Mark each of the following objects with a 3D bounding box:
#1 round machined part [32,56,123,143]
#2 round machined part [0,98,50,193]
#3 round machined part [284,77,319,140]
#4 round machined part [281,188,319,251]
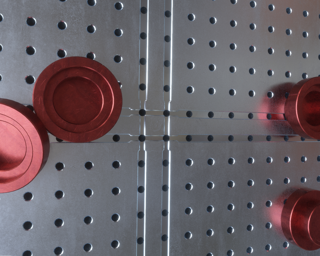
[{"bbox_3d":[-0.098,-0.032,0.367,0.099,0.042,0.097,0,89,-22],"label":"round machined part"},{"bbox_3d":[-0.167,0.016,0.330,0.099,0.042,0.097,-1,105,-2],"label":"round machined part"},{"bbox_3d":[0.240,-0.031,0.495,0.099,0.042,0.097,0,90,-21],"label":"round machined part"},{"bbox_3d":[0.249,0.149,0.498,0.099,0.042,0.097,0,90,-21],"label":"round machined part"}]
